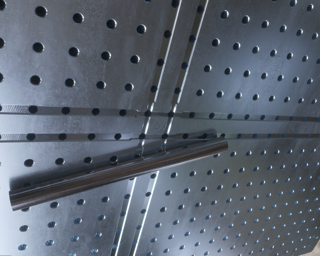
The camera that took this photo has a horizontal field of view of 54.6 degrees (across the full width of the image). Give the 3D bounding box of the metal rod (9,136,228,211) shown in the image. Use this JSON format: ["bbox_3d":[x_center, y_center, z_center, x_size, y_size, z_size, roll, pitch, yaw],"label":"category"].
[{"bbox_3d":[-0.039,0.056,0.423,0.302,0.025,0.025,-13,124,-22],"label":"metal rod"}]
